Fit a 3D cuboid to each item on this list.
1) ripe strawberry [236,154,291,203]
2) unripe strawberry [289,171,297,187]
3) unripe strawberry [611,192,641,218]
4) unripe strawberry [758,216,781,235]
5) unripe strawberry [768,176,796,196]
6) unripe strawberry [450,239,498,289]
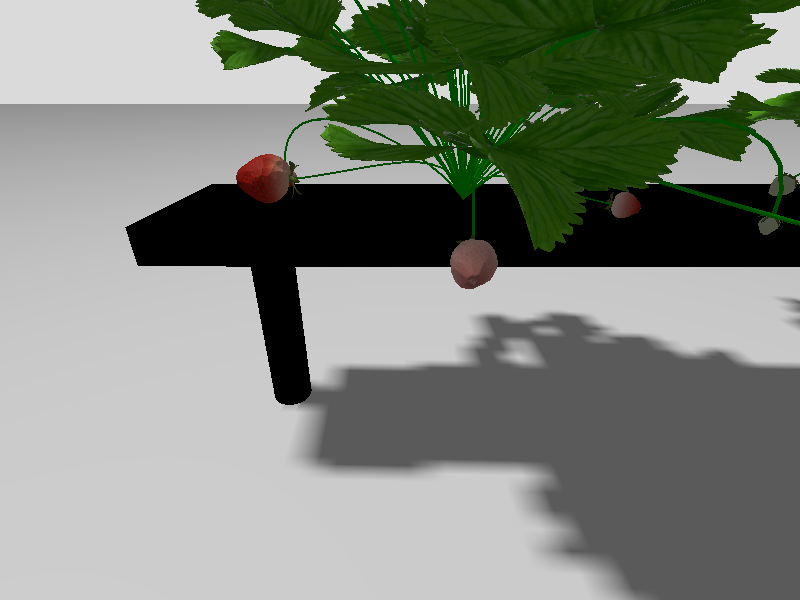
[{"bbox_3d":[-0.112,-0.100,0.329,0.043,0.037,0.043,-2,28,-3],"label":"ripe strawberry"},{"bbox_3d":[-0.108,-0.118,0.389,0.016,0.016,0.015,8,29,15],"label":"unripe strawberry"},{"bbox_3d":[0.164,-0.068,0.290,0.019,0.019,0.021,15,31,26],"label":"unripe strawberry"},{"bbox_3d":[0.222,-0.045,0.242,0.010,0.011,0.011,18,32,30],"label":"unripe strawberry"},{"bbox_3d":[0.338,-0.101,0.356,0.016,0.018,0.018,40,24,-15],"label":"unripe strawberry"},{"bbox_3d":[0.035,-0.015,0.188,0.022,0.024,0.024,3,42,6],"label":"unripe strawberry"}]
